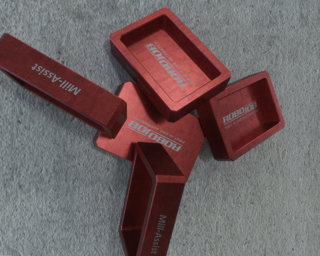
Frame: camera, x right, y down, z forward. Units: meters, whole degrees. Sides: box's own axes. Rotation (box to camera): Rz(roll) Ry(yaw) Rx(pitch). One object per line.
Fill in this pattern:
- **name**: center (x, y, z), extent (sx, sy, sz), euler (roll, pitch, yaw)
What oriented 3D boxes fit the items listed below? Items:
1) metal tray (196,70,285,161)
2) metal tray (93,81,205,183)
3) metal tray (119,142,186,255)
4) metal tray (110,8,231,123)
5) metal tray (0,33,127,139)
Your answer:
- **metal tray**: center (0.116, -0.020, 0.435), extent (0.131, 0.030, 0.090), euler (-26, 99, -33)
- **metal tray**: center (-0.009, 0.008, 0.405), extent (0.131, 0.030, 0.090), euler (27, 81, -19)
- **metal tray**: center (-0.014, 0.091, 0.351), extent (0.030, 0.090, 0.129), euler (6, 109, -20)
- **metal tray**: center (0.011, -0.081, 0.381), extent (0.090, 0.030, 0.130), euler (-33, 72, -18)
- **metal tray**: center (-0.098, -0.037, 0.323), extent (0.130, 0.090, 0.030), euler (30, 80, -1)
